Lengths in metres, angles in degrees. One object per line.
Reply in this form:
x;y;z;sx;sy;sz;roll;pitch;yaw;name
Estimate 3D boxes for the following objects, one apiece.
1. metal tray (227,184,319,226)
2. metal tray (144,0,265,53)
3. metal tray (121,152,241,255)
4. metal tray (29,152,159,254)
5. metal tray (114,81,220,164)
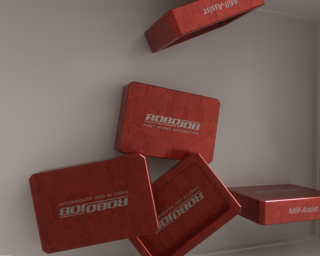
0.169;0.105;0.440;0.131;0.090;0.030;1;90;-20;metal tray
0.054;-0.140;0.396;0.131;0.090;0.030;-26;99;-19;metal tray
0.021;0.102;0.385;0.130;0.030;0.090;-38;86;0;metal tray
-0.073;0.084;0.356;0.131;0.030;0.089;-11;90;-1;metal tray
0.012;-0.005;0.413;0.131;0.030;0.089;9;87;-20;metal tray
